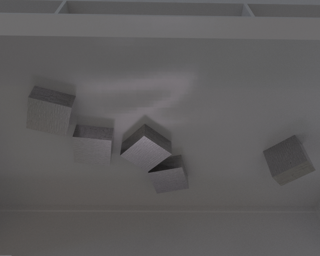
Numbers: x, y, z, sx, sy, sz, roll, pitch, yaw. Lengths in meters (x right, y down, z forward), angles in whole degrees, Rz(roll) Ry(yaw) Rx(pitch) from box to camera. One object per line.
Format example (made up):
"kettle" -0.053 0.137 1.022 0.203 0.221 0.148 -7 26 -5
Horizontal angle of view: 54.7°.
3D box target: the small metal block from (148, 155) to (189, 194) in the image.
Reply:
"small metal block" 0.013 0.071 0.469 0.050 0.025 0.050 -11 130 9

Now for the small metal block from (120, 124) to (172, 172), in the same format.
"small metal block" -0.019 0.029 0.433 0.050 0.025 0.050 35 122 -26

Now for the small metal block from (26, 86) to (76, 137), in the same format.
"small metal block" -0.137 -0.020 0.391 0.050 0.025 0.050 14 129 -12

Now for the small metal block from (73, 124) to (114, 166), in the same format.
"small metal block" -0.092 0.025 0.429 0.050 0.025 0.050 6 130 -6

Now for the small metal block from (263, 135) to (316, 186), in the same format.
"small metal block" 0.179 0.045 0.433 0.050 0.050 0.025 -34 123 25
